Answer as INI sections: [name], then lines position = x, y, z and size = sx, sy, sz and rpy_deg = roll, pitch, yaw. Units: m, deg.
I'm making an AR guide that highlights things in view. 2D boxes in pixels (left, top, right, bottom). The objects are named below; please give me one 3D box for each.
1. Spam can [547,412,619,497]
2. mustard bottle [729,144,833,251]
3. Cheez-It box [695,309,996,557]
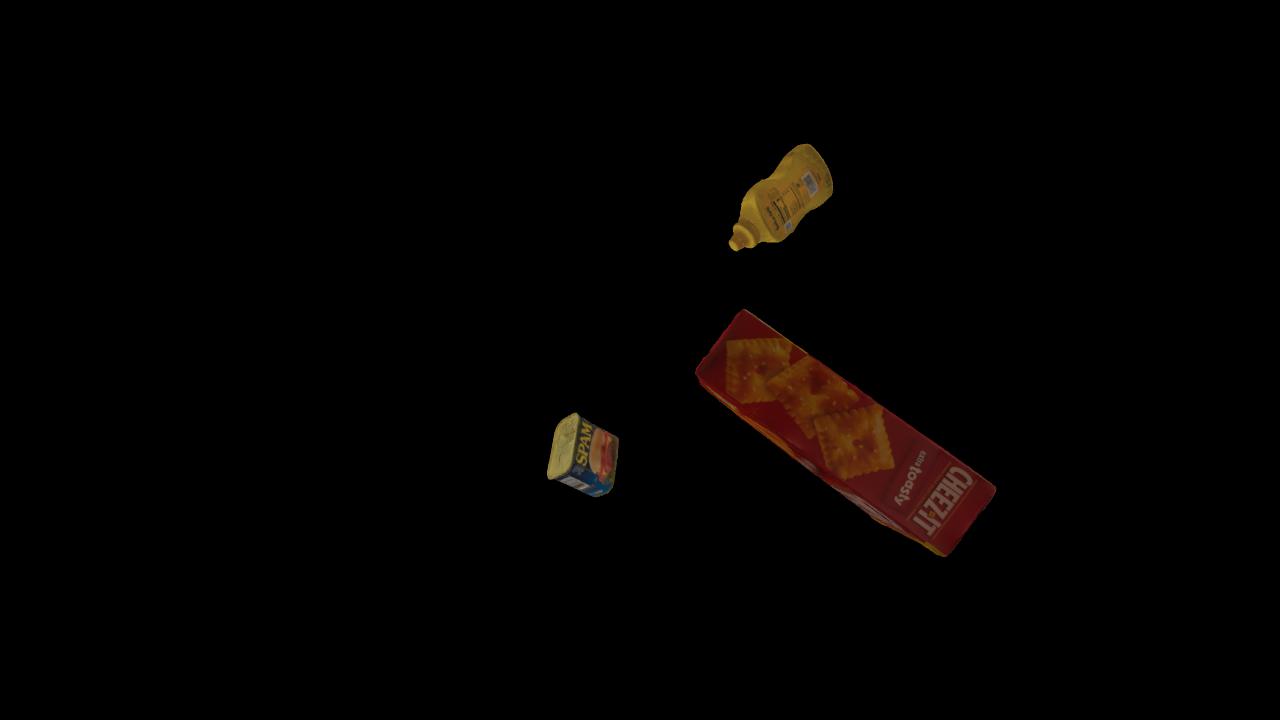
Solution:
[Spam can]
position = -0.082, 0.142, 0.908
size = 0.085, 0.101, 0.058
rpy_deg = 34, -44, -31
[mustard bottle]
position = 0.193, -0.218, 0.875
size = 0.184, 0.092, 0.054
rpy_deg = -44, 33, -14
[Cheez-It box]
position = 0.154, 0.057, 0.521
size = 0.223, 0.071, 0.166
rpy_deg = 37, 0, 9
